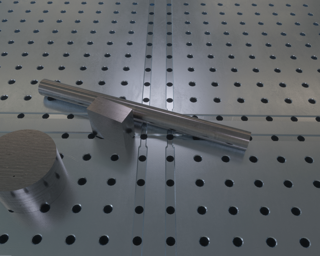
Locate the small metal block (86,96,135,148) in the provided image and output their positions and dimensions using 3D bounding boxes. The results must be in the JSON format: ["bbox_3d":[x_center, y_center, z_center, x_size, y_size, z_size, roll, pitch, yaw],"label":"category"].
[{"bbox_3d":[-0.062,-0.007,0.397,0.050,0.050,0.025,21,53,17],"label":"small metal block"}]

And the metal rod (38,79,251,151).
[{"bbox_3d":[-0.029,-0.022,0.425,0.301,0.025,0.025,15,52,12],"label":"metal rod"}]

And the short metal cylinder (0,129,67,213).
[{"bbox_3d":[-0.152,0.048,0.350,0.081,0.050,0.080,0,50,0],"label":"short metal cylinder"}]
